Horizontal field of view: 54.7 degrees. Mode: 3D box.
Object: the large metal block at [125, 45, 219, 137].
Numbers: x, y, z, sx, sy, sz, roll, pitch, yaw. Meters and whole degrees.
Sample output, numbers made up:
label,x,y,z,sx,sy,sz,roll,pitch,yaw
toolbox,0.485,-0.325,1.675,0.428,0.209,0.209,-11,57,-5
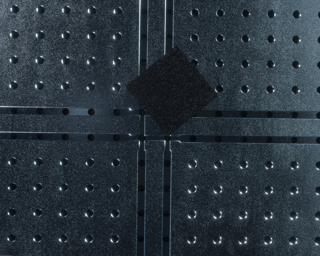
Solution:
label,x,y,z,sx,sy,sz,roll,pitch,yaw
large metal block,0.015,-0.045,0.401,0.080,0.050,0.080,-40,91,0
